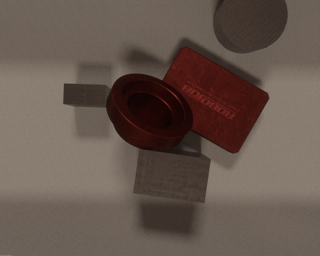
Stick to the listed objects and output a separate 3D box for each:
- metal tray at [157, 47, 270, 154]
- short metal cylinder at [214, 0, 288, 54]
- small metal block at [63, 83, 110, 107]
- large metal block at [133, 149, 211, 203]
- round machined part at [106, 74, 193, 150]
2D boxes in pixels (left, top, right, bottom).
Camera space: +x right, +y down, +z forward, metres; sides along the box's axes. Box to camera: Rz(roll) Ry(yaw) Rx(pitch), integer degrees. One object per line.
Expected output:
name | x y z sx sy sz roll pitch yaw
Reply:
metal tray | 0.064 -0.036 0.410 0.130 0.030 0.090 30 90 -1
short metal cylinder | 0.113 -0.138 0.395 0.081 0.050 0.079 0 99 0
small metal block | -0.091 -0.041 0.398 0.050 0.050 0.025 2 90 -1
large metal block | 0.013 0.053 0.384 0.081 0.080 0.050 8 90 -1
round machined part | -0.015 -0.014 0.355 0.098 0.098 0.042 34 130 0
